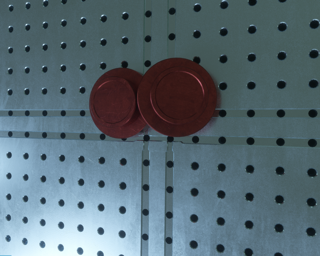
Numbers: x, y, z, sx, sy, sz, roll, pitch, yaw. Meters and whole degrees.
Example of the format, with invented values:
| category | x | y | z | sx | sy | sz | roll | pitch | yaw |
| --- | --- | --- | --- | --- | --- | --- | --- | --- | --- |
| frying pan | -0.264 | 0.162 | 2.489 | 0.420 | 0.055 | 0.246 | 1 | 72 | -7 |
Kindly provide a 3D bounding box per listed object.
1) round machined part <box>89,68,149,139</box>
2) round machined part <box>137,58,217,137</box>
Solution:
| category | x | y | z | sx | sy | sz | roll | pitch | yaw |
| --- | --- | --- | --- | --- | --- | --- | --- | --- | --- |
| round machined part | -0.055 | -0.034 | 0.424 | 0.098 | 0.042 | 0.097 | 0 | 90 | 20 |
| round machined part | 0.022 | -0.037 | 0.378 | 0.099 | 0.042 | 0.097 | 0 | 89 | -4 |
